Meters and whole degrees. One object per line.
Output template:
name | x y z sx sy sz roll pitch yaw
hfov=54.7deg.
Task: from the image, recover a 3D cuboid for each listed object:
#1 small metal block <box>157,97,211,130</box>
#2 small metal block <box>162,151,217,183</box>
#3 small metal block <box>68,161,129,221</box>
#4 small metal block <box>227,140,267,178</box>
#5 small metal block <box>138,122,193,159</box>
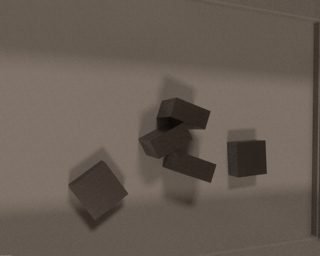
small metal block | 0.030 -0.018 0.410 0.050 0.050 0.025 20 83 -19
small metal block | 0.038 0.050 0.413 0.050 0.050 0.025 21 83 -19
small metal block | -0.076 0.076 0.383 0.050 0.025 0.050 -37 102 -17
small metal block | 0.129 0.044 0.460 0.050 0.025 0.050 -3 91 -20
small metal block | 0.006 0.015 0.400 0.050 0.050 0.025 -28 100 -18
